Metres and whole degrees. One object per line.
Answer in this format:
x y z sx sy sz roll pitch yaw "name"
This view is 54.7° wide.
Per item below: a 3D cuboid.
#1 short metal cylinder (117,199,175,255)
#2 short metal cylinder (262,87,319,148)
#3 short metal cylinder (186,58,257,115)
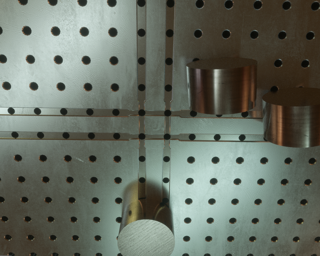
-0.019 0.152 0.456 0.081 0.050 0.079 0 110 -1 "short metal cylinder"
0.169 -0.015 0.381 0.080 0.080 0.050 -8 110 2 "short metal cylinder"
0.073 -0.052 0.366 0.081 0.080 0.050 -4 110 1 "short metal cylinder"
